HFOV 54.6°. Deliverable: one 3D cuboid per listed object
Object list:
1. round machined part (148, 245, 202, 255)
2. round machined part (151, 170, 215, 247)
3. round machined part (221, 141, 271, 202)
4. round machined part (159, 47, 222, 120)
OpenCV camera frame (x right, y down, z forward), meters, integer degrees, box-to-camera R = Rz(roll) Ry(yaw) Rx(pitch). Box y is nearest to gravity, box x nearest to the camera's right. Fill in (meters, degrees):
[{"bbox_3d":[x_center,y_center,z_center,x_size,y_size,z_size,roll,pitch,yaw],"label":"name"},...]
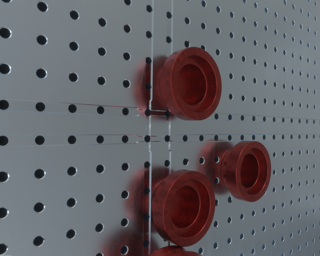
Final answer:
[{"bbox_3d":[0.011,0.186,0.387,0.099,0.042,0.097,-13,127,-17],"label":"round machined part"},{"bbox_3d":[0.027,0.105,0.420,0.099,0.042,0.097,0,90,-41],"label":"round machined part"},{"bbox_3d":[0.139,0.070,0.513,0.099,0.042,0.097,0,90,-40],"label":"round machined part"},{"bbox_3d":[0.038,-0.059,0.428,0.099,0.042,0.097,0,90,-40],"label":"round machined part"}]
